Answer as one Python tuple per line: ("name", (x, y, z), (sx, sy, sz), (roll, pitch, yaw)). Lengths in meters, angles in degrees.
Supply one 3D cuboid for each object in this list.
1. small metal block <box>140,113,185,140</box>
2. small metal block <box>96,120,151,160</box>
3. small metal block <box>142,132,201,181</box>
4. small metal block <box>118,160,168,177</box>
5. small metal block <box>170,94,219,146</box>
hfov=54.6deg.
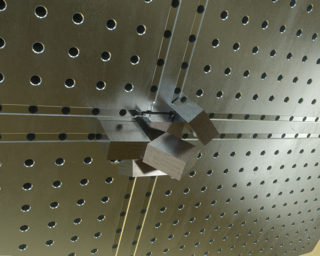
("small metal block", (0.000, 0.008, 0.415), (0.050, 0.025, 0.050), (1, 118, -30))
("small metal block", (-0.046, 0.014, 0.378), (0.050, 0.050, 0.025), (2, 118, -29))
("small metal block", (0.015, 0.033, 0.377), (0.050, 0.050, 0.025), (-31, 142, -59))
("small metal block", (-0.023, 0.049, 0.409), (0.050, 0.050, 0.025), (1, 86, -29))
("small metal block", (0.046, -0.011, 0.412), (0.025, 0.050, 0.050), (-41, 130, -1))
